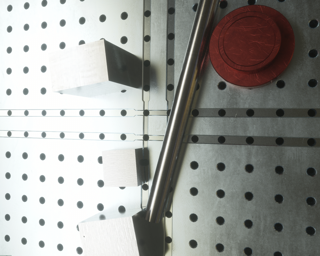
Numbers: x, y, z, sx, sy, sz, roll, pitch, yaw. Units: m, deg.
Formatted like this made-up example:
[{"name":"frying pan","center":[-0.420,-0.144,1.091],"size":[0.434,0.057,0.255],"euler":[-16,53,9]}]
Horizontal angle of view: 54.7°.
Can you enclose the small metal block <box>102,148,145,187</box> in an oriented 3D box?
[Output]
[{"name":"small metal block","center":[-0.051,0.055,0.430],"size":[0.050,0.025,0.050],"euler":[-5,88,19]}]

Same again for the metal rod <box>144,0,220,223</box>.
[{"name":"metal rod","center":[0.027,-0.022,0.402],"size":[0.025,0.025,0.298],"euler":[16,95,19]}]

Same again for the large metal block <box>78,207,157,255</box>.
[{"name":"large metal block","center":[-0.056,0.157,0.419],"size":[0.080,0.050,0.080],"euler":[-13,86,19]}]

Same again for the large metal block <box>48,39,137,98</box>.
[{"name":"large metal block","center":[-0.087,-0.075,0.414],"size":[0.080,0.080,0.050],"euler":[-8,88,20]}]

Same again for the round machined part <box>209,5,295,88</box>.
[{"name":"round machined part","center":[0.106,-0.097,0.366],"size":[0.098,0.042,0.097],"euler":[0,90,20]}]
